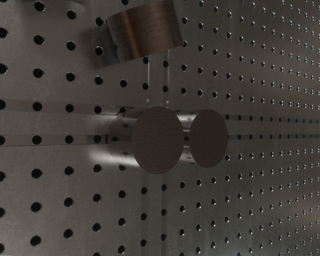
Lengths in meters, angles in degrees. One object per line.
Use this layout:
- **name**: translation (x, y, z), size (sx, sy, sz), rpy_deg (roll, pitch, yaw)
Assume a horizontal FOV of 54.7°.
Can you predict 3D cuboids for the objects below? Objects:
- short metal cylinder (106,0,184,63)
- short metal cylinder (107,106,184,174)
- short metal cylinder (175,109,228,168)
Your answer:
- **short metal cylinder**: translation (-0.017, -0.111, 0.361), size (0.081, 0.080, 0.050), rpy_deg (-27, 107, -37)
- **short metal cylinder**: translation (-0.017, 0.014, 0.381), size (0.081, 0.050, 0.079), rpy_deg (0, 90, -40)
- **short metal cylinder**: translation (0.051, 0.014, 0.438), size (0.081, 0.050, 0.079), rpy_deg (0, 90, -40)
